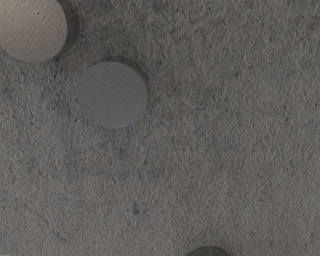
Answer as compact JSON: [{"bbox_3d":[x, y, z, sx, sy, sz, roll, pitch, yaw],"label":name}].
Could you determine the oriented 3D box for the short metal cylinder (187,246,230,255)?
[{"bbox_3d":[0.078,0.234,0.483,0.081,0.050,0.079,0,110,0],"label":"short metal cylinder"}]

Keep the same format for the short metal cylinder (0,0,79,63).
[{"bbox_3d":[-0.139,-0.118,0.352,0.081,0.050,0.079,0,110,0],"label":"short metal cylinder"}]

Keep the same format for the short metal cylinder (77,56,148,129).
[{"bbox_3d":[-0.055,-0.045,0.379,0.081,0.050,0.079,0,110,0],"label":"short metal cylinder"}]
